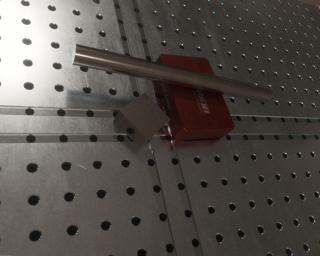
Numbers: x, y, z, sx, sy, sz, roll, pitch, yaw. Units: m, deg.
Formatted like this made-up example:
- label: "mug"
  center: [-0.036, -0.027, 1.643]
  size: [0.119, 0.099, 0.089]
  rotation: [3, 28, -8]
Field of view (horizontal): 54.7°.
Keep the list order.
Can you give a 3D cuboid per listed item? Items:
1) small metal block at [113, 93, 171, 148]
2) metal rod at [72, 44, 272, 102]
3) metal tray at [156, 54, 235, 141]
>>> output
- label: "small metal block"
  center: [-0.023, -0.011, 0.404]
  size: [0.050, 0.025, 0.050]
  rotation: [46, 51, 4]
- label: "metal rod"
  center: [0.034, -0.070, 0.431]
  size: [0.302, 0.025, 0.025]
  rotation: [7, 59, -25]
- label: "metal tray"
  center: [0.048, -0.047, 0.462]
  size: [0.091, 0.030, 0.130]
  rotation: [-2, 63, -30]
